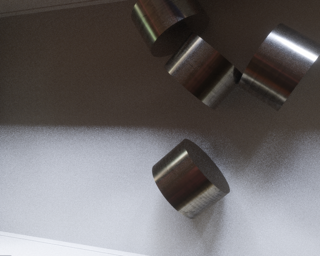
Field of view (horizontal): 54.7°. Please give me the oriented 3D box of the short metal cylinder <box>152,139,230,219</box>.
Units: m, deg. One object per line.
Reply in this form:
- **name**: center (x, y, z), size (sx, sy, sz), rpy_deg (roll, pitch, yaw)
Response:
- **short metal cylinder**: center (0.037, 0.059, 0.368), size (0.050, 0.080, 0.080), rpy_deg (-42, 77, 15)

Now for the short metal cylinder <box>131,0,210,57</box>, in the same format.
- **short metal cylinder**: center (0.012, -0.131, 0.377), size (0.080, 0.080, 0.050), rpy_deg (-32, 80, 17)

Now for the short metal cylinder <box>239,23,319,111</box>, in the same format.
- **short metal cylinder**: center (0.130, -0.065, 0.335), size (0.050, 0.080, 0.080), rpy_deg (37, 102, 16)

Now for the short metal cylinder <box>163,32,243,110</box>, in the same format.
- **short metal cylinder**: center (0.051, -0.066, 0.363), size (0.080, 0.080, 0.050), rpy_deg (44, 104, 14)
